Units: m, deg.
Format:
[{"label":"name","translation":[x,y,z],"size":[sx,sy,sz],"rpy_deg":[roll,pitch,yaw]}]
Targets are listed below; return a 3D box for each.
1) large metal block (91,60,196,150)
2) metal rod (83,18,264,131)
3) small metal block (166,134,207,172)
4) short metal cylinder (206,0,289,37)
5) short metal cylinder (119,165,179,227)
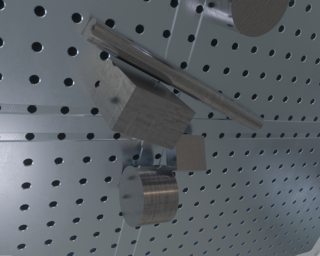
[{"label":"large metal block","translation":[-0.021,-0.026,0.348],"size":[0.080,0.080,0.050],"rpy_deg":[20,107,-36]},{"label":"metal rod","translation":[0.041,-0.053,0.400],"size":[0.302,0.025,0.025],"rpy_deg":[22,106,-37]},{"label":"small metal block","translation":[0.036,0.036,0.436],"size":[0.050,0.025,0.050],"rpy_deg":[5,75,-31]},{"label":"short metal cylinder","translation":[0.101,-0.151,0.357],"size":[0.081,0.050,0.079],"rpy_deg":[-14,124,-21]},{"label":"short metal cylinder","translation":[-0.017,0.091,0.423],"size":[0.050,0.080,0.079],"rpy_deg":[2,117,-29]}]
